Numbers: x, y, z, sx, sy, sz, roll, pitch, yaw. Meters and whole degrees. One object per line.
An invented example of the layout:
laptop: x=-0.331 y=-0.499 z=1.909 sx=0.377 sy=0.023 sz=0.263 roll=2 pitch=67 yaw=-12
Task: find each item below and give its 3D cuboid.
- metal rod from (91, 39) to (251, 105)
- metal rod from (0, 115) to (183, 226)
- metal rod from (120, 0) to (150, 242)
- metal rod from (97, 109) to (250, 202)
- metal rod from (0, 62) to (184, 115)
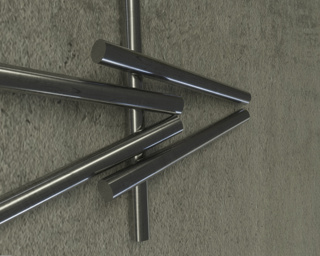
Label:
metal rod: x=0.041 y=-0.064 z=0.422 sx=0.302 sy=0.025 sz=0.025 roll=7 pitch=86 yaw=-46
metal rod: x=-0.095 y=0.051 z=0.309 sx=0.302 sy=0.025 sz=0.025 roll=-26 pitch=107 yaw=-32
metal rod: x=-0.031 y=-0.012 z=0.382 sx=0.025 sy=0.025 sz=0.298 roll=-4 pitch=93 yaw=-40
metal rod: x=0.043 y=0.022 z=0.424 sx=0.302 sy=0.025 sz=0.025 roll=-23 pitch=105 yaw=-44
metal rod: x=-0.102 y=-0.041 z=0.304 sx=0.302 sy=0.025 sz=0.025 roll=6 pitch=86 yaw=-34
